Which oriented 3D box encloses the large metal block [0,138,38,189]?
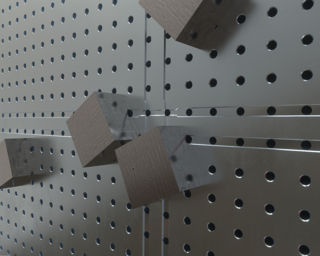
[{"bbox_3d":[-0.305,0.074,0.640,0.080,0.050,0.080,-30,71,35],"label":"large metal block"}]

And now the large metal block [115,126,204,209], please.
[{"bbox_3d":[-0.003,0.050,0.394,0.080,0.050,0.080,-29,72,36],"label":"large metal block"}]

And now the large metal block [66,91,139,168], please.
[{"bbox_3d":[-0.086,0.003,0.462,0.080,0.050,0.080,-39,67,33],"label":"large metal block"}]

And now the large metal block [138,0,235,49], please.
[{"bbox_3d":[0.033,-0.154,0.365,0.080,0.050,0.080,52,120,27],"label":"large metal block"}]
